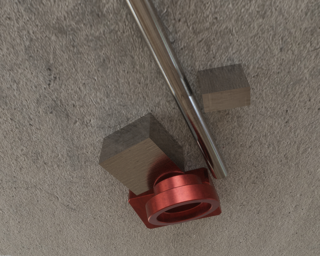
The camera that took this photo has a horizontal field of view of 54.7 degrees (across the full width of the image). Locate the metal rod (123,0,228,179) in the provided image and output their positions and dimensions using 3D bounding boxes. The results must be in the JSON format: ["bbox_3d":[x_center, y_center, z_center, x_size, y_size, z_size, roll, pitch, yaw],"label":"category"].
[{"bbox_3d":[0.029,-0.037,0.375,0.025,0.025,0.299,-19,128,15],"label":"metal rod"}]

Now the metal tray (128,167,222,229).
[{"bbox_3d":[0.025,0.117,0.504,0.130,0.030,0.090,-16,129,12],"label":"metal tray"}]

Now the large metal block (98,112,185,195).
[{"bbox_3d":[-0.023,0.037,0.423,0.080,0.050,0.080,-28,125,21],"label":"large metal block"}]

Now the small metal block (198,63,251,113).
[{"bbox_3d":[0.072,-0.046,0.352,0.050,0.050,0.025,-9,130,7],"label":"small metal block"}]

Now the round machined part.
[{"bbox_3d":[0.028,0.097,0.425,0.099,0.042,0.098,-10,149,-6],"label":"round machined part"}]
